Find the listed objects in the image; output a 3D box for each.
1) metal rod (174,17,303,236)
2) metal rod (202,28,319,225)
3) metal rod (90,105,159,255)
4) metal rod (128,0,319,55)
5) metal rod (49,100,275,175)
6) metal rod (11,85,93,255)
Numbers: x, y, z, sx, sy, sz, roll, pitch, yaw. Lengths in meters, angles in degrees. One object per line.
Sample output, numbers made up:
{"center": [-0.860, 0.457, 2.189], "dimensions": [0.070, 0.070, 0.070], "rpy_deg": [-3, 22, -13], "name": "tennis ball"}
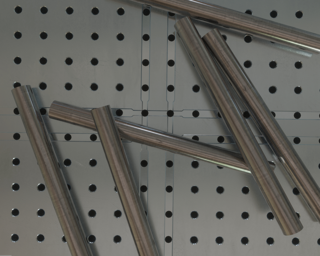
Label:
{"center": [0.096, -0.008, 0.395], "dimensions": [0.025, 0.025, 0.299], "rpy_deg": [-27, 83, 0], "name": "metal rod"}
{"center": [0.146, 0.000, 0.414], "dimensions": [0.025, 0.025, 0.299], "rpy_deg": [-33, 90, 0], "name": "metal rod"}
{"center": [-0.030, 0.117, 0.399], "dimensions": [0.025, 0.025, 0.299], "rpy_deg": [-17, 96, 0], "name": "metal rod"}
{"center": [0.070, -0.152, 0.413], "dimensions": [0.301, 0.025, 0.025], "rpy_deg": [16, 90, 0], "name": "metal rod"}
{"center": [0.002, 0.016, 0.413], "dimensions": [0.301, 0.025, 0.025], "rpy_deg": [16, 90, 0], "name": "metal rod"}
{"center": [-0.133, 0.088, 0.412], "dimensions": [0.025, 0.025, 0.299], "rpy_deg": [-20, 90, 0], "name": "metal rod"}
